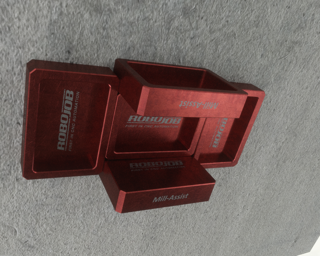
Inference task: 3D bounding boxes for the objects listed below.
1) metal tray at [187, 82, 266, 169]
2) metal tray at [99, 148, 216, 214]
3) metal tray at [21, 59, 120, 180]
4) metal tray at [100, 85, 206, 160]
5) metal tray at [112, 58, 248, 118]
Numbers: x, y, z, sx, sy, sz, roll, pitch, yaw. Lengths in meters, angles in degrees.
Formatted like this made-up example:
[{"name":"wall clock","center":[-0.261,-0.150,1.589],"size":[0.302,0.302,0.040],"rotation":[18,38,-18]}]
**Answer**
[{"name":"metal tray","center":[0.091,-0.002,0.456],"size":[0.091,0.030,0.129],"rotation":[0,118,-29]},{"name":"metal tray","center":[-0.006,0.061,0.400],"size":[0.131,0.090,0.030],"rotation":[0,118,-29]},{"name":"metal tray","center":[-0.102,-0.006,0.346],"size":[0.091,0.030,0.129],"rotation":[0,118,-29]},{"name":"metal tray","center":[-0.006,-0.007,0.399],"size":[0.131,0.030,0.089],"rotation":[1,118,-29]},{"name":"metal tray","center":[0.021,-0.045,0.352],"size":[0.131,0.090,0.030],"rotation":[0,119,-29]}]
